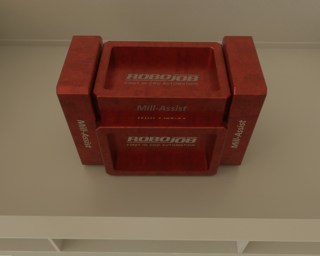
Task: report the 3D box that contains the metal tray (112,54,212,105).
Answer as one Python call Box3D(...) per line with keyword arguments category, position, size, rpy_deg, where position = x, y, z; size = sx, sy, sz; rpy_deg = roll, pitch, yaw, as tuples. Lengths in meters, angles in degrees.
Box3D(category="metal tray", position=(0.003, -0.052, 0.402), size=(0.131, 0.090, 0.030), rpy_deg=(0, 51, 0))

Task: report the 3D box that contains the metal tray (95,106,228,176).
Box3D(category="metal tray", position=(0.002, 0.017, 0.344), size=(0.131, 0.089, 0.030), rpy_deg=(0, 50, 0))

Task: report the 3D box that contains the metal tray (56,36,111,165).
Box3D(category="metal tray", position=(-0.079, -0.028, 0.357), size=(0.030, 0.129, 0.090), rpy_deg=(0, 51, 0))

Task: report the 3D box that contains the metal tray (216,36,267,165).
Box3D(category="metal tray", position=(0.084, -0.027, 0.357), size=(0.030, 0.129, 0.090), rpy_deg=(1, 51, 1))

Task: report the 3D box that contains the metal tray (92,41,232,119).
Box3D(category="metal tray", position=(0.002, -0.053, 0.327), size=(0.131, 0.030, 0.090), rpy_deg=(1, 50, 0))
